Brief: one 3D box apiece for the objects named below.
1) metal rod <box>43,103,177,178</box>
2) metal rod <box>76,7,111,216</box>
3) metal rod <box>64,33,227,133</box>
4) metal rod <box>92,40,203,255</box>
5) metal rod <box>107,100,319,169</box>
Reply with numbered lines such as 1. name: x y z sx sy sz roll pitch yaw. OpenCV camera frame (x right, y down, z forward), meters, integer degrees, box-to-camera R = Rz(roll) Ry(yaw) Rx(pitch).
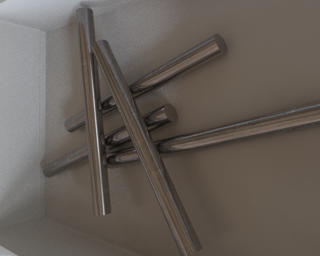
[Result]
1. metal rod: -0.096 0.030 0.482 0.299 0.025 0.025 -24 75 37
2. metal rod: -0.097 -0.027 0.450 0.025 0.025 0.298 -10 83 39
3. metal rod: -0.042 -0.049 0.438 0.299 0.025 0.025 -22 76 37
4. metal rod: -0.025 0.011 0.391 0.025 0.025 0.299 -39 67 33
5. metal rod: 0.039 0.017 0.372 0.300 0.025 0.025 -16 80 38
